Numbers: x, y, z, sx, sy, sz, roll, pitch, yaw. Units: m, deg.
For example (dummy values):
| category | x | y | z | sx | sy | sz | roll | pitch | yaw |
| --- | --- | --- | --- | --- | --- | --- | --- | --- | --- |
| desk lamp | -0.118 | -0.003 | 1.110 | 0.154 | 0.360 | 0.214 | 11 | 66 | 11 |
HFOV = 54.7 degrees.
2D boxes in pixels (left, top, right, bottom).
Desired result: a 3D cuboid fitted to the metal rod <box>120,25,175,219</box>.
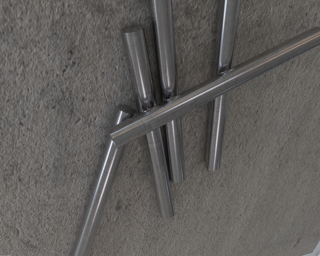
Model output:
| category | x | y | z | sx | sy | sz | roll | pitch | yaw |
| --- | --- | --- | --- | --- | --- | --- | --- | --- | --- |
| metal rod | -0.009 | 0.016 | 0.411 | 0.025 | 0.025 | 0.298 | -21 | 127 | -16 |

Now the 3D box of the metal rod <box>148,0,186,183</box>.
| category | x | y | z | sx | sy | sz | roll | pitch | yaw |
| --- | --- | --- | --- | --- | --- | --- | --- | --- | --- |
| metal rod | 0.011 | -0.048 | 0.382 | 0.025 | 0.025 | 0.298 | -19 | 126 | -17 |

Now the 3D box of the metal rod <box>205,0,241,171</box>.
| category | x | y | z | sx | sy | sz | roll | pitch | yaw |
| --- | --- | --- | --- | --- | --- | --- | --- | --- | --- |
| metal rod | 0.082 | -0.067 | 0.409 | 0.025 | 0.025 | 0.298 | -14 | 124 | -21 |

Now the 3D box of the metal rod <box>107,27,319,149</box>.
| category | x | y | z | sx | sy | sz | roll | pitch | yaw |
| --- | --- | --- | --- | --- | --- | --- | --- | --- | --- |
| metal rod | 0.077 | -0.055 | 0.380 | 0.302 | 0.025 | 0.025 | -27 | 128 | -11 |

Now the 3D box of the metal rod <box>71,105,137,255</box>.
| category | x | y | z | sx | sy | sz | roll | pitch | yaw |
| --- | --- | --- | --- | --- | --- | --- | --- | --- | --- |
| metal rod | -0.088 | 0.108 | 0.424 | 0.025 | 0.025 | 0.298 | 7 | 115 | -32 |
